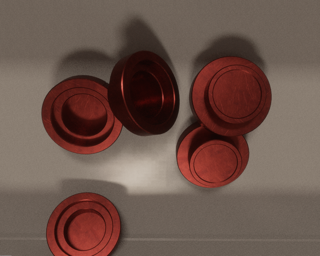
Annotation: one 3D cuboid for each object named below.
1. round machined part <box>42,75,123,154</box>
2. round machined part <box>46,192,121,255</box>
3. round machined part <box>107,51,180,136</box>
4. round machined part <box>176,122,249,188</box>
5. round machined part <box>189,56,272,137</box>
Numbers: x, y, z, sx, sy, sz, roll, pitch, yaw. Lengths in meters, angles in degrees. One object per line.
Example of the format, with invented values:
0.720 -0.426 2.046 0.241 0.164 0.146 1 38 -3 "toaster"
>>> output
-0.094 -0.019 0.394 0.099 0.042 0.097 0 110 -1 "round machined part"
-0.104 0.144 0.435 0.099 0.098 0.042 6 152 -3 "round machined part"
-0.023 -0.038 0.368 0.042 0.099 0.098 -9 115 40 "round machined part"
0.072 0.039 0.418 0.099 0.042 0.097 0 110 -1 "round machined part"
0.087 -0.038 0.372 0.099 0.042 0.097 0 89 -3 "round machined part"
